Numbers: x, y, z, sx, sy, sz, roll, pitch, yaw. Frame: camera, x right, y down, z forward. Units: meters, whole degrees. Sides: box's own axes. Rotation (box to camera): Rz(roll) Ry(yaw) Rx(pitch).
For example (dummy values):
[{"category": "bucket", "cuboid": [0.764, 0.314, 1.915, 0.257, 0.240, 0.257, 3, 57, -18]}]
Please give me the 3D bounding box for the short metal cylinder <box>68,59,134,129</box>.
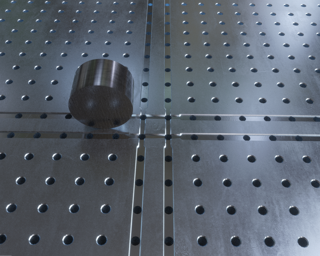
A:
[{"category": "short metal cylinder", "cuboid": [-0.075, -0.043, 0.408, 0.081, 0.080, 0.050, -1, 50, -1]}]
